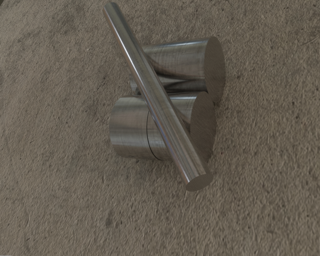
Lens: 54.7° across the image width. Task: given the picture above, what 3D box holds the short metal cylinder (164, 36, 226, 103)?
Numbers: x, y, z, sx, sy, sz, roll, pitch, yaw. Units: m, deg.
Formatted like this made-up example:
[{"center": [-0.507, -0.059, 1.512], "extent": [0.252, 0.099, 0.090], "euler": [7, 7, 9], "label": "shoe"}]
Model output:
[{"center": [0.046, -0.071, 0.390], "extent": [0.050, 0.080, 0.080], "euler": [1, 62, 29], "label": "short metal cylinder"}]

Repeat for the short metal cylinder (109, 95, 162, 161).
[{"center": [-0.017, -0.001, 0.380], "extent": [0.050, 0.080, 0.080], "euler": [1, 62, 29], "label": "short metal cylinder"}]

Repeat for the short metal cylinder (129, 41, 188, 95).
[{"center": [0.002, -0.072, 0.414], "extent": [0.050, 0.080, 0.080], "euler": [1, 62, 29], "label": "short metal cylinder"}]

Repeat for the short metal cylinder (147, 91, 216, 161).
[{"center": [0.028, -0.001, 0.357], "extent": [0.050, 0.080, 0.080], "euler": [1, 62, 29], "label": "short metal cylinder"}]

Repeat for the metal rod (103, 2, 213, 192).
[{"center": [-0.018, -0.061, 0.349], "extent": [0.025, 0.025, 0.300], "euler": [-32, 52, 8], "label": "metal rod"}]
